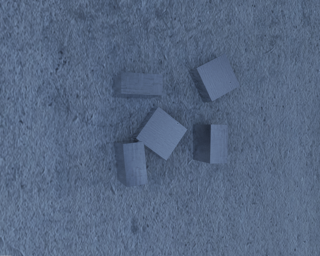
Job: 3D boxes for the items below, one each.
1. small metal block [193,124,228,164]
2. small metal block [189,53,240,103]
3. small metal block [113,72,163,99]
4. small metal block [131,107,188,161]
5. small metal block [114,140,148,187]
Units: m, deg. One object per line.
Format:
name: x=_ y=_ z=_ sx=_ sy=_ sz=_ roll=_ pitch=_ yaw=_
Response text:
small metal block: x=0.067 y=0.020 z=0.420 sx=0.025 sy=0.050 sz=0.050 roll=1 pitch=90 yaw=-20
small metal block: x=0.077 y=-0.070 z=0.437 sx=0.050 sy=0.025 sz=0.050 roll=-30 pitch=100 yaw=-18
small metal block: x=-0.029 y=-0.052 z=0.385 sx=0.050 sy=0.050 sz=0.025 roll=0 pitch=90 yaw=-20
small metal block: x=-0.001 y=0.007 z=0.409 sx=0.050 sy=0.025 sz=0.050 roll=38 pitch=78 yaw=-16
small metal block: x=-0.037 y=0.042 z=0.382 sx=0.025 sy=0.050 sz=0.050 roll=-6 pitch=92 yaw=-20
